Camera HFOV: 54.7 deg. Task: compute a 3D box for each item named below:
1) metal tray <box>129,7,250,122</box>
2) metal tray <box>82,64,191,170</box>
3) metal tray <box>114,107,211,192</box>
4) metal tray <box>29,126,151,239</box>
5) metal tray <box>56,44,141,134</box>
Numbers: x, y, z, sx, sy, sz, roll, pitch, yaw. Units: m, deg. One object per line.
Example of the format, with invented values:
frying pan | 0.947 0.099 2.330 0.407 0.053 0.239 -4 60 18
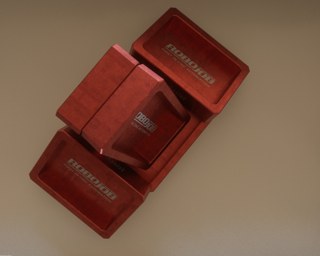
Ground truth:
metal tray | 0.038 -0.081 0.390 0.130 0.030 0.090 39 64 0
metal tray | -0.018 -0.004 0.345 0.030 0.130 0.090 40 90 23
metal tray | -0.006 0.006 0.407 0.090 0.030 0.130 39 90 -1
metal tray | -0.088 0.067 0.389 0.130 0.030 0.090 40 114 -1
metal tray | -0.059 -0.037 0.355 0.030 0.130 0.090 40 90 0
